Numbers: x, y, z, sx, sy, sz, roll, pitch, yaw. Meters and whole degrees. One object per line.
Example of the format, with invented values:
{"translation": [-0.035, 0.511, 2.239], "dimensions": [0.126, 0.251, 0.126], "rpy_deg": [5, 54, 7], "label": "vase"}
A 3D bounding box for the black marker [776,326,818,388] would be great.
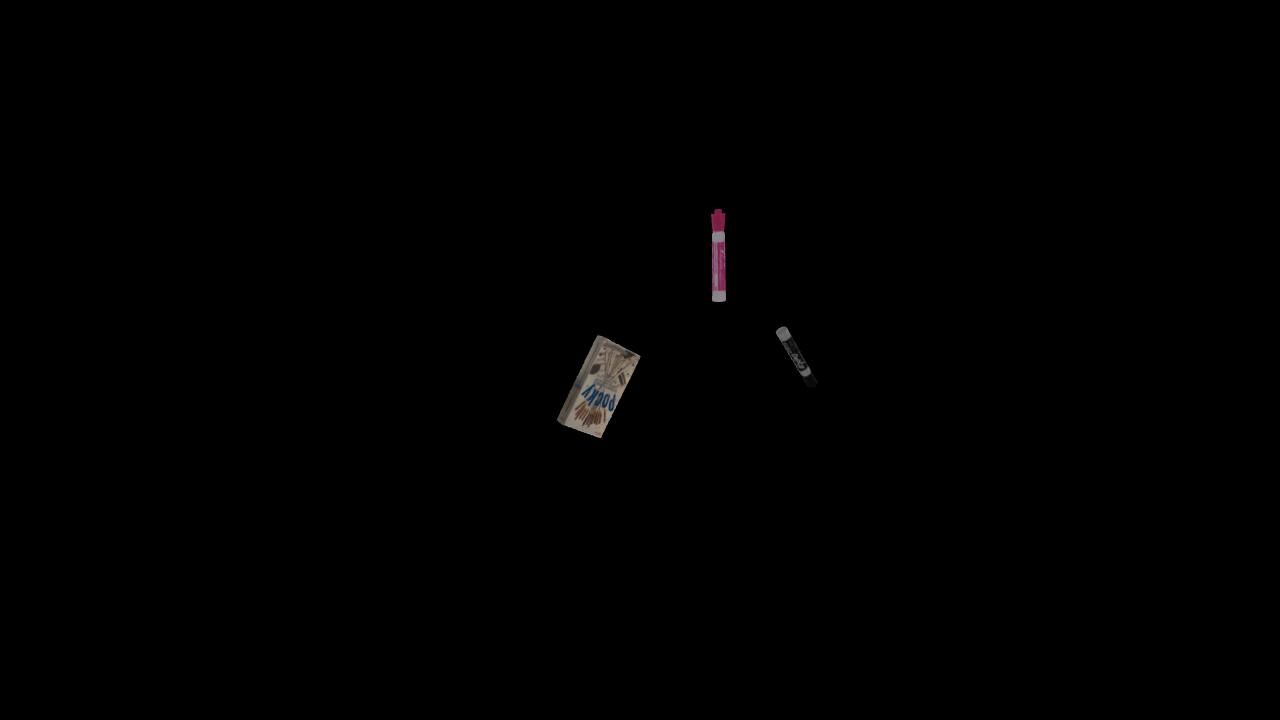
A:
{"translation": [0.247, -0.002, 0.963], "dimensions": [0.020, 0.121, 0.020], "rpy_deg": [-28, 27, 16], "label": "black marker"}

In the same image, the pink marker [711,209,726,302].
{"translation": [0.104, -0.138, 0.816], "dimensions": [0.020, 0.121, 0.020], "rpy_deg": [-2, 14, 1], "label": "pink marker"}

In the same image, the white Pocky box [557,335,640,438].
{"translation": [-0.067, 0.045, 1.002], "dimensions": [0.084, 0.154, 0.028], "rpy_deg": [26, -1, -39], "label": "white Pocky box"}
